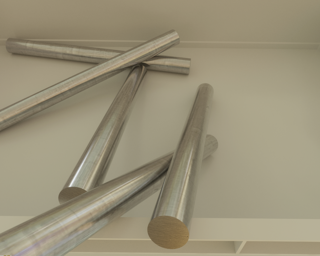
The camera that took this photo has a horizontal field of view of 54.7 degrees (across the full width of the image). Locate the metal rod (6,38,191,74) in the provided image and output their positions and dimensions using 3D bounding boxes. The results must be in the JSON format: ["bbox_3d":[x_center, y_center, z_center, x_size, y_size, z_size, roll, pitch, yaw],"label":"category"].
[{"bbox_3d":[-0.102,-0.117,0.502,0.302,0.025,0.025,8,51,6],"label":"metal rod"}]

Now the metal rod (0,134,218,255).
[{"bbox_3d":[-0.007,0.041,0.260,0.025,0.025,0.302,28,19,21],"label":"metal rod"}]

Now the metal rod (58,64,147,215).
[{"bbox_3d":[-0.045,-0.018,0.347,0.025,0.025,0.301,4,27,3],"label":"metal rod"}]

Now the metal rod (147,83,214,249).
[{"bbox_3d":[0.036,0.004,0.318,0.025,0.025,0.301,10,25,8],"label":"metal rod"}]

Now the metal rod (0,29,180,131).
[{"bbox_3d":[-0.103,-0.071,0.443,0.302,0.025,0.025,-29,56,-16],"label":"metal rod"}]
